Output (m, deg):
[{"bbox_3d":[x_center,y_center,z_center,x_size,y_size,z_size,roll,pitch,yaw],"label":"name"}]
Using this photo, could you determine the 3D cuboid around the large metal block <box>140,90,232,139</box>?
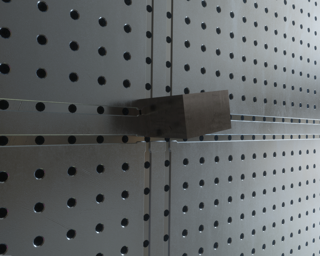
[{"bbox_3d":[0.033,-0.018,0.400,0.081,0.080,0.050,-11,97,-39],"label":"large metal block"}]
